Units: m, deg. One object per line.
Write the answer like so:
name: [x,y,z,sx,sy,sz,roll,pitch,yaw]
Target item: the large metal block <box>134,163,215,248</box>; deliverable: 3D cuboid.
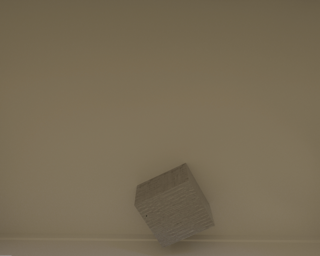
large metal block: [0.020,0.109,0.438,0.080,0.050,0.080,-27,108,9]
